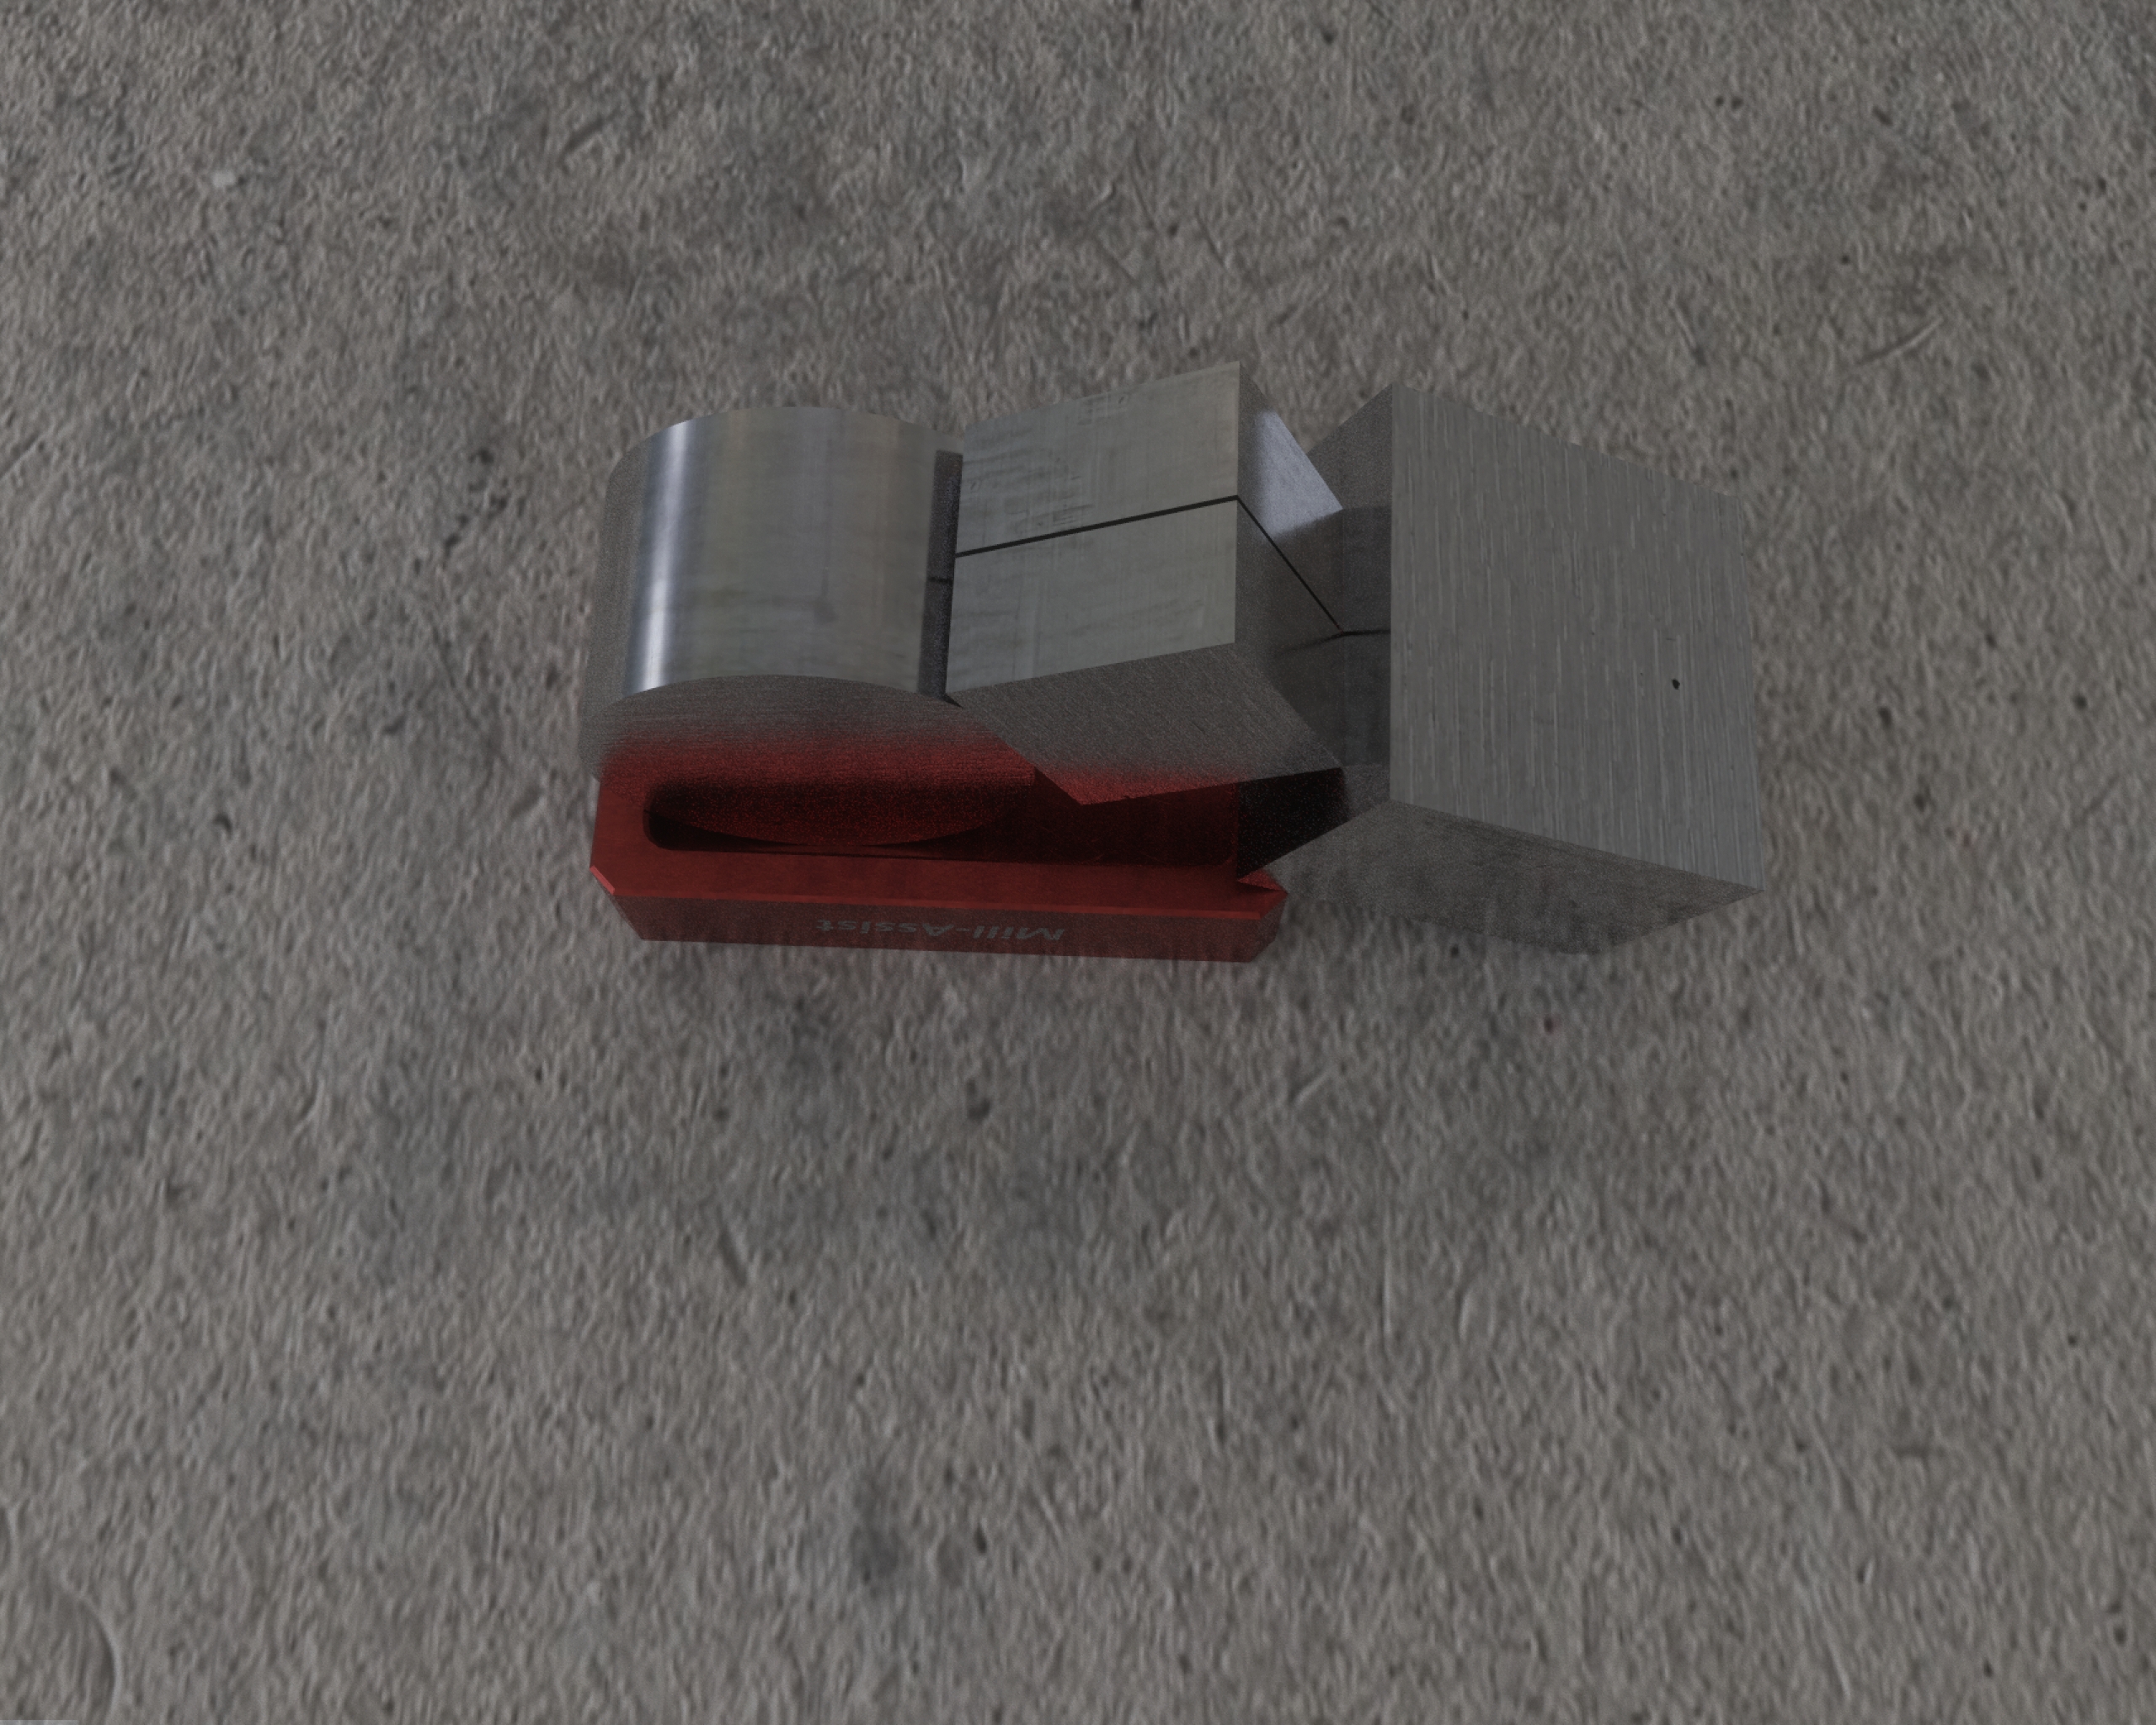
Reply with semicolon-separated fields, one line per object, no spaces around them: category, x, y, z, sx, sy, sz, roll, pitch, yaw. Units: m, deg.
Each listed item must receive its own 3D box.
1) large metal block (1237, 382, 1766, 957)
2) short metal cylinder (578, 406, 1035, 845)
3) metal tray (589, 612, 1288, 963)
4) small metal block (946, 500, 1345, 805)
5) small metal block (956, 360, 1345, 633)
large metal block;0.079;-0.033;0.393;0.081;0.050;0.080;12;68;-23
short metal cylinder;-0.047;-0.040;0.381;0.081;0.080;0.050;1;70;0
metal tray;-0.024;-0.029;0.417;0.131;0.030;0.090;2;70;0
small metal block;0.013;-0.033;0.352;0.050;0.050;0.025;-8;67;25
small metal block;0.014;-0.058;0.362;0.050;0.050;0.025;-8;67;25
